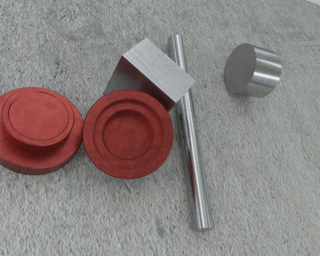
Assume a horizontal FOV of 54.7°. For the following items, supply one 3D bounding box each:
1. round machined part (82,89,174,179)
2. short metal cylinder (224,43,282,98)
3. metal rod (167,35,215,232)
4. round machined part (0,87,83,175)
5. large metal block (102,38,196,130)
[{"bbox_3d":[-0.037,0.009,0.352,0.099,0.042,0.097,2,81,-12],"label":"round machined part"},{"bbox_3d":[0.149,-0.092,0.505,0.050,0.080,0.080,8,58,-24],"label":"short metal cylinder"},{"bbox_3d":[0.038,-0.012,0.431,0.025,0.025,0.299,8,58,-24],"label":"metal rod"},{"bbox_3d":[-0.129,-0.003,0.326,0.099,0.042,0.098,14,56,-21],"label":"round machined part"},{"bbox_3d":[-0.016,-0.050,0.391,0.080,0.080,0.050,42,51,0],"label":"large metal block"}]
